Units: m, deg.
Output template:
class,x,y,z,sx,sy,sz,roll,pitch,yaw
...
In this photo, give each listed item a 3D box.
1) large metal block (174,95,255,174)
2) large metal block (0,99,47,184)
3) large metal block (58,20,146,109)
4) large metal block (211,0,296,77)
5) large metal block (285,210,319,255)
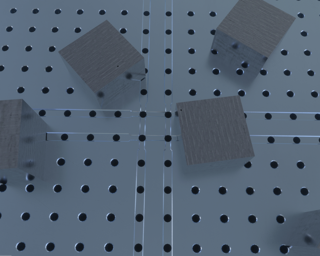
class,x,y,z,sx,sy,sz,roll,pitch,yaw
large metal block,0.065,0.009,0.396,0.081,0.050,0.080,-7,70,-3
large metal block,-0.178,0.020,0.373,0.050,0.080,0.080,-4,70,-2
large metal block,-0.077,-0.088,0.430,0.080,0.050,0.080,-39,75,-13
large metal block,0.133,-0.136,0.450,0.080,0.050,0.080,34,73,11
large metal block,0.199,0.134,0.336,0.080,0.080,0.050,36,74,12
